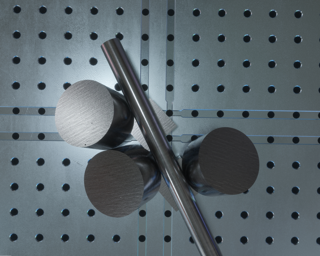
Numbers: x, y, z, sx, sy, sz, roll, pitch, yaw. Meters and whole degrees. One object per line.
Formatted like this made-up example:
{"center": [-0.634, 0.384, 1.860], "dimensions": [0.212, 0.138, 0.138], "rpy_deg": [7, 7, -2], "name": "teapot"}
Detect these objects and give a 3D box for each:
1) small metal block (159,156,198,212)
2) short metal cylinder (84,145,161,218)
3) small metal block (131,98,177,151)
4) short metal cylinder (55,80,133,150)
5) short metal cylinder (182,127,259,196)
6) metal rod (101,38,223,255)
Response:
{"center": [0.024, 0.073, 0.410], "dimensions": [0.050, 0.025, 0.050], "rpy_deg": [-40, 90, 0], "name": "small metal block"}
{"center": [-0.045, 0.063, 0.383], "dimensions": [0.080, 0.050, 0.079], "rpy_deg": [2, 95, 22], "name": "short metal cylinder"}
{"center": [-0.014, -0.004, 0.410], "dimensions": [0.050, 0.025, 0.050], "rpy_deg": [-43, 90, 0], "name": "small metal block"}
{"center": [-0.080, -0.014, 0.383], "dimensions": [0.080, 0.050, 0.080], "rpy_deg": [-3, 81, 20], "name": "short metal cylinder"}
{"center": [0.074, 0.044, 0.385], "dimensions": [0.081, 0.050, 0.080], "rpy_deg": [5, 74, -18], "name": "short metal cylinder"}
{"center": [0.002, 0.029, 0.384], "dimensions": [0.025, 0.025, 0.299], "rpy_deg": [-26, 90, 0], "name": "metal rod"}
